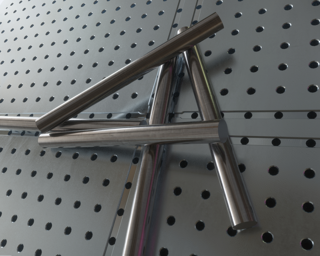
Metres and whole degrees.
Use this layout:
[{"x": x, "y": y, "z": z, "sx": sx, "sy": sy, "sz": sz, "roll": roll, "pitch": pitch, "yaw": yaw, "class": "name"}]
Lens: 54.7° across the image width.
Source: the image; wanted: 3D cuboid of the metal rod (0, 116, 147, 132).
[{"x": -0.154, "y": -0.004, "z": 0.489, "sx": 0.300, "sy": 0.025, "sz": 0.025, "roll": 2, "pitch": 63, "yaw": 29, "class": "metal rod"}]

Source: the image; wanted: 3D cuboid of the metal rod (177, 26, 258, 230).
[{"x": 0.061, "y": -0.025, "z": 0.390, "sx": 0.025, "sy": 0.025, "sz": 0.299, "roll": -21, "pitch": 54, "yaw": 15, "class": "metal rod"}]

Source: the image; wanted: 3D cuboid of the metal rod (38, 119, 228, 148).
[{"x": -0.058, "y": 0.011, "z": 0.404, "sx": 0.300, "sy": 0.025, "sz": 0.025, "roll": -4, "pitch": 60, "yaw": 35, "class": "metal rod"}]

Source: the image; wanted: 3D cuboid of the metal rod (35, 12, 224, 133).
[{"x": -0.049, "y": -0.075, "z": 0.444, "sx": 0.301, "sy": 0.025, "sz": 0.025, "roll": -29, "pitch": 52, "yaw": 9, "class": "metal rod"}]

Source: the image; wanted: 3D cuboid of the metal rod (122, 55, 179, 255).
[{"x": -0.006, "y": 0.014, "z": 0.401, "sx": 0.025, "sy": 0.025, "sz": 0.299, "roll": -4, "pitch": 60, "yaw": 26, "class": "metal rod"}]
